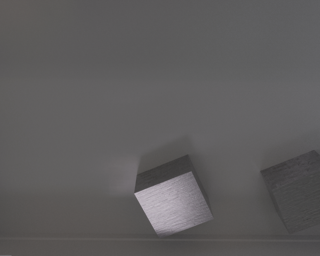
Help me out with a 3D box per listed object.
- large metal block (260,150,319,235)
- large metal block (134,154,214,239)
[{"bbox_3d":[0.199,0.089,0.432,0.080,0.050,0.080,-24,109,8],"label":"large metal block"},{"bbox_3d":[0.020,0.095,0.433,0.080,0.050,0.080,-23,109,8],"label":"large metal block"}]
